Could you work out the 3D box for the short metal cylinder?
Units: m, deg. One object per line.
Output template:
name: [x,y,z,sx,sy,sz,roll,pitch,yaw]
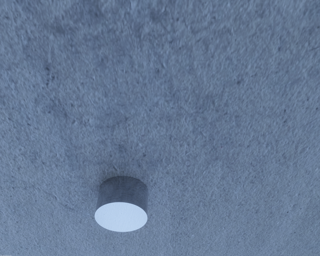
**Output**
short metal cylinder: [-0.060,0.122,0.494,0.081,0.050,0.079,0,130,0]
